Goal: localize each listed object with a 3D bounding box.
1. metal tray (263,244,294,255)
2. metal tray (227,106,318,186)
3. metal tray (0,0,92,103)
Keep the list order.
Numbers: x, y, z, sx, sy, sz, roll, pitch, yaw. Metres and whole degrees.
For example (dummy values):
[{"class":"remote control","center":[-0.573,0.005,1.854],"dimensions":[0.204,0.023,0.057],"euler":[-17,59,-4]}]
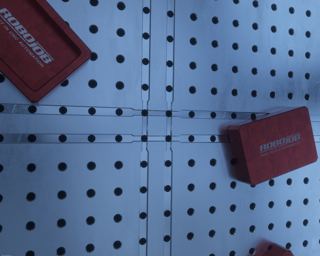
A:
[{"class":"metal tray","center":[0.193,0.260,0.481],"dimensions":[0.090,0.030,0.130],"euler":[-39,103,-16]},{"class":"metal tray","center":[0.174,0.024,0.474],"dimensions":[0.131,0.030,0.090],"euler":[-16,95,-19]},{"class":"metal tray","center":[-0.155,-0.103,0.352],"dimensions":[0.090,0.030,0.130],"euler":[-45,104,-14]}]
